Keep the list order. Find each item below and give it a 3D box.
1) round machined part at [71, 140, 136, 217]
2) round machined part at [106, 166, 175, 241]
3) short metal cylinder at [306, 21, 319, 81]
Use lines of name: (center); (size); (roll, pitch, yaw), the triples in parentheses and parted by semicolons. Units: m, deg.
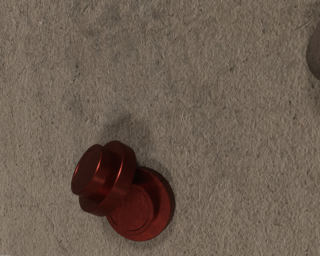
round machined part: (-0.078, 0.059, 0.397); (0.098, 0.042, 0.098); (-36, 37, 34)
round machined part: (-0.033, 0.102, 0.411); (0.098, 0.042, 0.097); (0, 90, 19)
short metal cylinder: (0.200, -0.085, 0.325); (0.080, 0.050, 0.079); (0, 90, 19)
